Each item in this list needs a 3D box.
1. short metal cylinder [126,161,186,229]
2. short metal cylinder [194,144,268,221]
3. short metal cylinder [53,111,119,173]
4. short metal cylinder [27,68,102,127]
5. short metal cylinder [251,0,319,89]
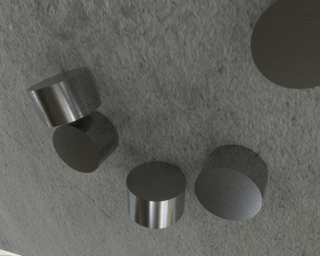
[{"bbox_3d":[-0.005,0.091,0.429,0.080,0.080,0.050,14,124,20],"label":"short metal cylinder"},{"bbox_3d":[0.089,0.067,0.385,0.080,0.050,0.079,13,124,20],"label":"short metal cylinder"},{"bbox_3d":[-0.109,0.019,0.458,0.080,0.050,0.079,13,124,20],"label":"short metal cylinder"},{"bbox_3d":[-0.125,-0.042,0.409,0.080,0.080,0.050,-6,116,30],"label":"short metal cylinder"},{"bbox_3d":[0.126,-0.081,0.274,0.080,0.050,0.079,13,124,20],"label":"short metal cylinder"}]
